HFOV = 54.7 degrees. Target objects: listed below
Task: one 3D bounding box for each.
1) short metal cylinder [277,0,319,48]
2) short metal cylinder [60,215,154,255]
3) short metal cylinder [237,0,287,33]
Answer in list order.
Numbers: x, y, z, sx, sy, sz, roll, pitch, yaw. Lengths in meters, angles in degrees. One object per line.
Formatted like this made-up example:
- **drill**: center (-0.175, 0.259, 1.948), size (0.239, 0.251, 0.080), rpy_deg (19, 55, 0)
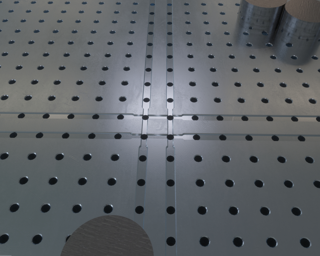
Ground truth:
- **short metal cylinder**: center (0.256, -0.187, 0.550), size (0.081, 0.050, 0.080), rpy_deg (0, 50, 0)
- **short metal cylinder**: center (-0.045, 0.128, 0.283), size (0.081, 0.050, 0.080), rpy_deg (0, 50, 0)
- **short metal cylinder**: center (0.189, -0.222, 0.579), size (0.081, 0.050, 0.080), rpy_deg (0, 50, 0)
